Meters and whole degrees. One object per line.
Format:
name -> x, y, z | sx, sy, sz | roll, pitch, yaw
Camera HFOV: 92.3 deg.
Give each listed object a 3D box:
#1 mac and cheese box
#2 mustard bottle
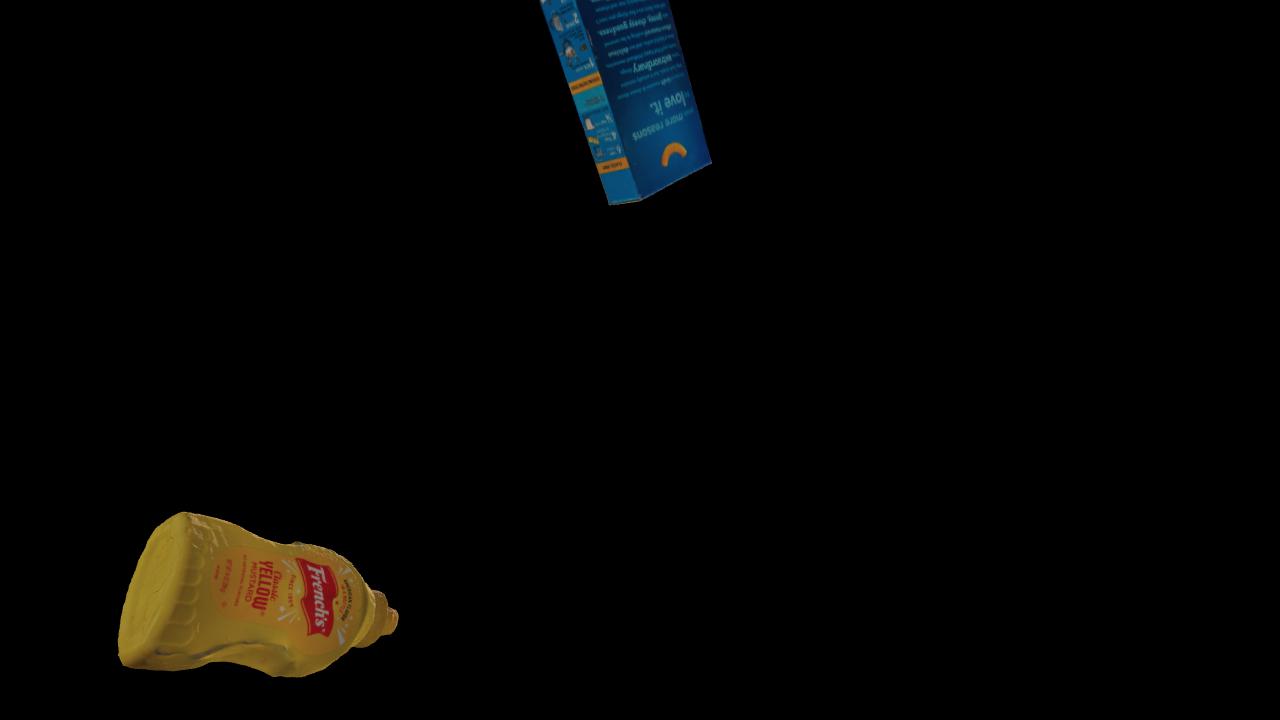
mac and cheese box -> -0.011, -0.213, 0.431 | 0.041, 0.184, 0.093 | 5, 33, 43
mustard bottle -> -0.246, 0.173, 0.432 | 0.054, 0.092, 0.184 | -34, -40, 12
